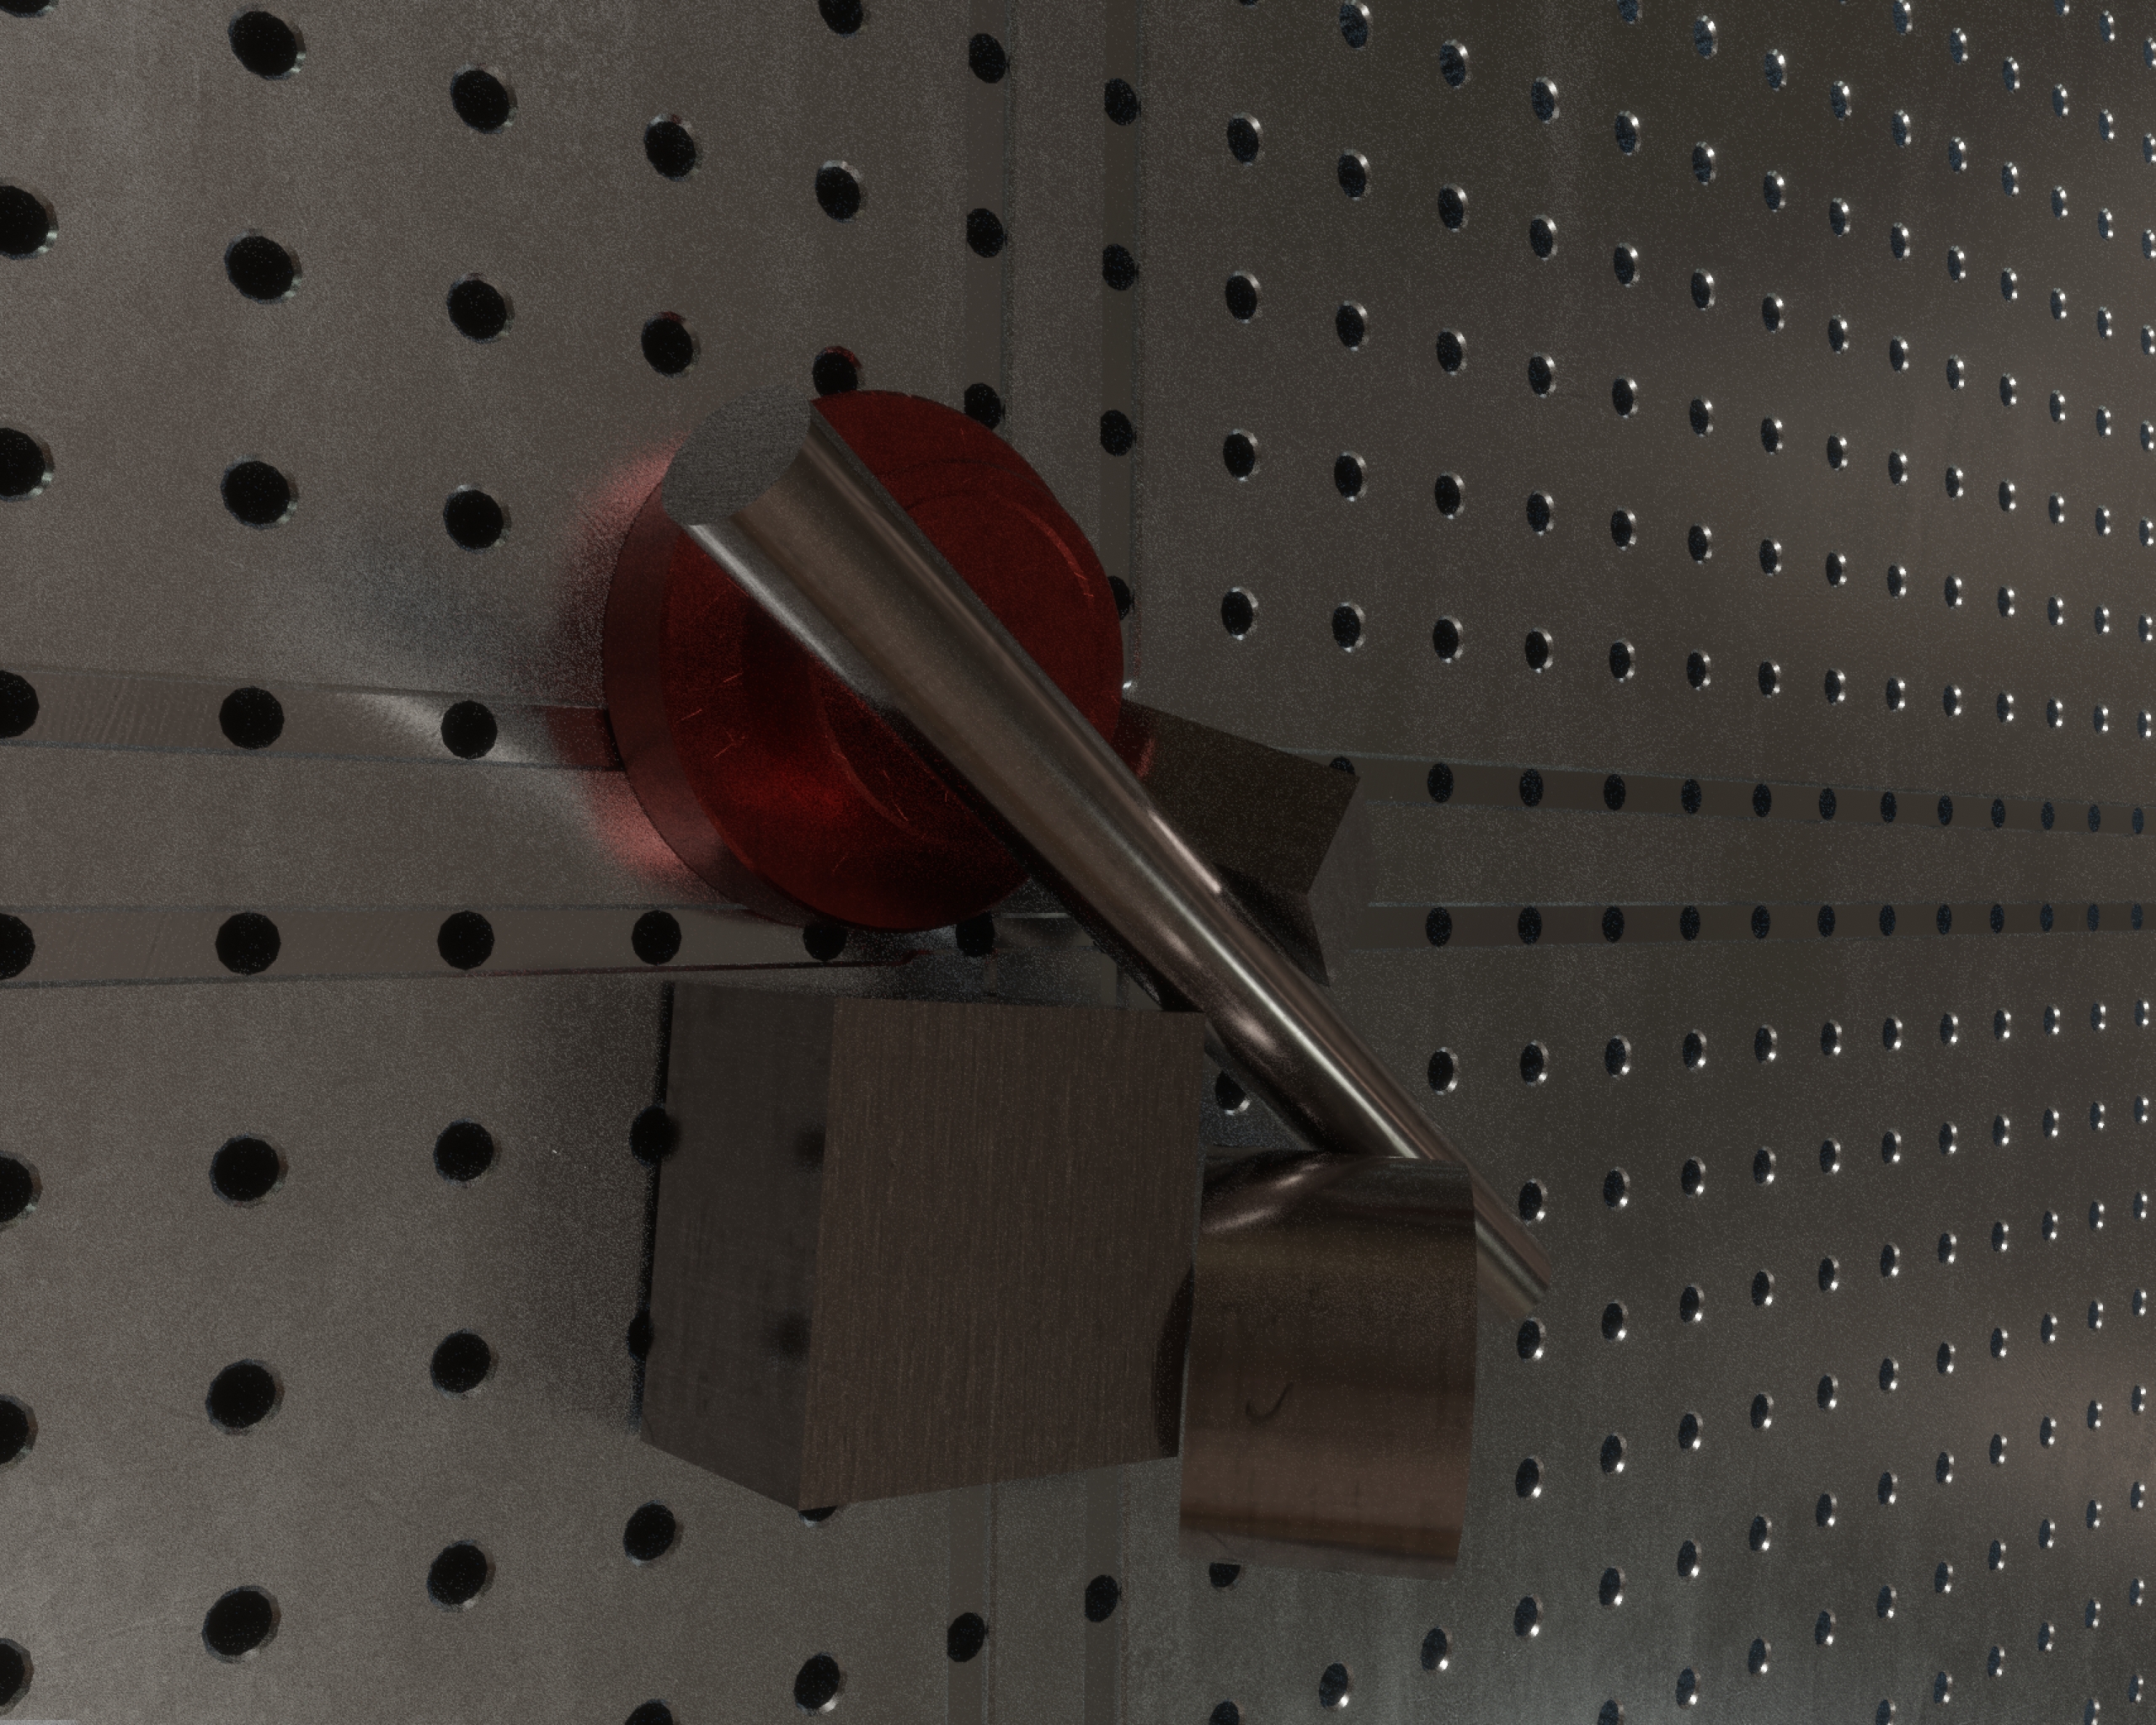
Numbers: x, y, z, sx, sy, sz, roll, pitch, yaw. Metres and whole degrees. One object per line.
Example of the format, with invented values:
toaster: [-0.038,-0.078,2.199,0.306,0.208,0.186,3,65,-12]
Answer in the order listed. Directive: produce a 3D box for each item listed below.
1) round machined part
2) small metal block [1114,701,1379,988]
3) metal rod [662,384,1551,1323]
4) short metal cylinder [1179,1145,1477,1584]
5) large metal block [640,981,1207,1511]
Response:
round machined part: [-0.030,-0.036,0.374,0.099,0.042,0.097,0,90,-40]
small metal block: [0.029,-0.003,0.407,0.025,0.050,0.050,-64,160,-16]
metal rod: [0.027,0.021,0.392,0.300,0.025,0.025,46,62,-45]
short metal cylinder: [0.048,0.097,0.407,0.080,0.050,0.079,1,92,-85]
large metal block: [-0.026,0.064,0.370,0.081,0.050,0.080,6,86,-40]
